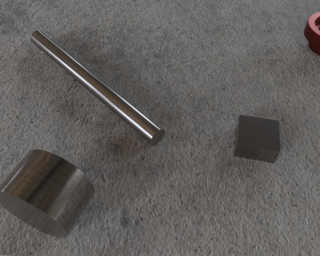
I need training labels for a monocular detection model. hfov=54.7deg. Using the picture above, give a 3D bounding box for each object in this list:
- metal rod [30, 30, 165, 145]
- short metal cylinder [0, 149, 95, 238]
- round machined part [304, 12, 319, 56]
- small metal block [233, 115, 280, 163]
[{"bbox_3d":[-0.107,-0.072,0.461,0.025,0.025,0.300,-36,59,-27],"label":"metal rod"},{"bbox_3d":[-0.114,0.066,0.310,0.080,0.080,0.050,18,52,14],"label":"short metal cylinder"},{"bbox_3d":[0.295,-0.154,0.526,0.099,0.042,0.098,0,50,0],"label":"round machined part"},{"bbox_3d":[0.123,0.013,0.394,0.050,0.025,0.050,10,51,7],"label":"small metal block"}]
